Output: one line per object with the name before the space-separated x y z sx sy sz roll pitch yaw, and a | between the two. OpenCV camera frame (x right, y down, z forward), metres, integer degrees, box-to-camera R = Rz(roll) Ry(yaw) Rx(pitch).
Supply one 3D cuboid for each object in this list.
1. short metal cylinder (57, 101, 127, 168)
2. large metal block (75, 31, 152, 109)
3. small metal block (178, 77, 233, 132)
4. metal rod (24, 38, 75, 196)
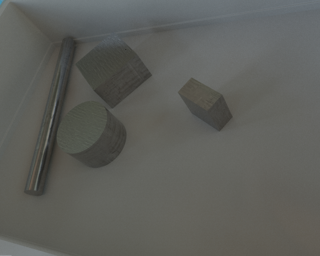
short metal cylinder | -0.094 0.009 0.432 0.080 0.050 0.080 -13 56 20
large metal block | -0.073 -0.091 0.482 0.080 0.050 0.080 -40 51 0
small metal block | 0.056 -0.028 0.377 0.025 0.050 0.050 -48 52 -5
metal rod | -0.178 -0.036 0.518 0.025 0.025 0.299 -12 57 21
